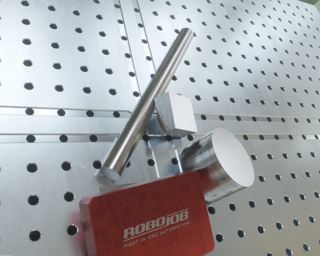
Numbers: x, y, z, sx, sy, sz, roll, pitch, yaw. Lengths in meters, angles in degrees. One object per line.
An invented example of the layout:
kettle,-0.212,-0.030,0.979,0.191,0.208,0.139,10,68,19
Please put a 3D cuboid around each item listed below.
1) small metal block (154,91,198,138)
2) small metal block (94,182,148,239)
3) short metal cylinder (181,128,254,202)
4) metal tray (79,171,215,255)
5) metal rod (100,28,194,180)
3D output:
small metal block,0.022,-0.017,0.416,0.050,0.025,0.050,11,64,-50
small metal block,-0.041,0.089,0.333,0.050,0.025,0.050,-1,63,-29
short metal cylinder,0.073,0.046,0.390,0.080,0.050,0.080,32,39,-30
metal tray,-0.009,0.102,0.322,0.131,0.030,0.090,-9,84,-32
metal rod,-0.005,-0.055,0.440,0.025,0.025,0.301,32,51,-8
